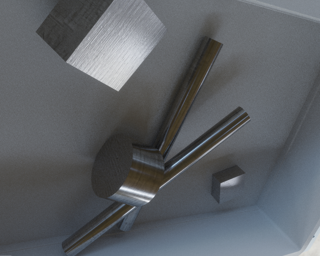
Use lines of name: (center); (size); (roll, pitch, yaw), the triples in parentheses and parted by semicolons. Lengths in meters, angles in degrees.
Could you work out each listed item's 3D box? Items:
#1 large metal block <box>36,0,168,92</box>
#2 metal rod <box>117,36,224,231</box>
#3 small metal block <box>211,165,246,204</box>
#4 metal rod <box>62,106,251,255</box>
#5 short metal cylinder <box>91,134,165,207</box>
large metal block: (-0.050, -0.091, 0.291); (0.080, 0.050, 0.080); (-50, 154, 7)
metal rod: (0.006, 0.020, 0.425); (0.025, 0.025, 0.298); (13, 112, -34)
small metal block: (0.118, 0.098, 0.536); (0.050, 0.025, 0.050); (-17, 126, -19)
metal rod: (-0.005, 0.072, 0.418); (0.301, 0.025, 0.025); (-38, 130, 0)
short metal cylinder: (-0.041, 0.053, 0.385); (0.050, 0.080, 0.080); (27, 103, -38)
